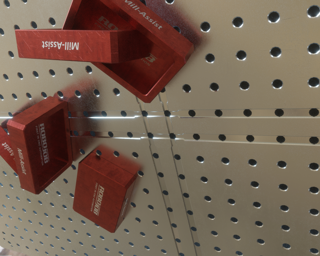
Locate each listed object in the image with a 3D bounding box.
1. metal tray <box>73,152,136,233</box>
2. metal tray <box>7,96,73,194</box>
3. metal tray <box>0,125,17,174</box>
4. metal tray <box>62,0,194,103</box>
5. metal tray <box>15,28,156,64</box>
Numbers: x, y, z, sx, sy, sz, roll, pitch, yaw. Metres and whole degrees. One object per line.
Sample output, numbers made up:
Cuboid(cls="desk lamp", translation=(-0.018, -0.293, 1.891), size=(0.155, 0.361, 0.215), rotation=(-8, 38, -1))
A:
Cuboid(cls="metal tray", translation=(-0.099, 0.114, 0.531), size=(0.090, 0.030, 0.129), rotation=(27, 128, 11))
Cuboid(cls="metal tray", translation=(-0.180, 0.027, 0.481), size=(0.030, 0.090, 0.129), rotation=(18, 126, 17))
Cuboid(cls="metal tray", translation=(-0.259, 0.048, 0.549), size=(0.130, 0.030, 0.090), rotation=(53, 158, -10))
Cuboid(cls="metal tray", translation=(-0.039, -0.096, 0.347), size=(0.130, 0.030, 0.090), rotation=(36, 139, -9))
Cuboid(cls="metal tray", translation=(-0.081, -0.096, 0.350), size=(0.130, 0.090, 0.030), rotation=(8, 110, 24))
